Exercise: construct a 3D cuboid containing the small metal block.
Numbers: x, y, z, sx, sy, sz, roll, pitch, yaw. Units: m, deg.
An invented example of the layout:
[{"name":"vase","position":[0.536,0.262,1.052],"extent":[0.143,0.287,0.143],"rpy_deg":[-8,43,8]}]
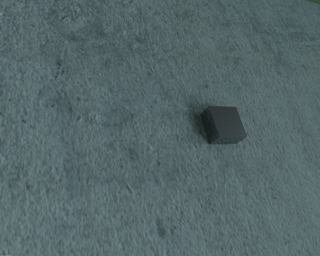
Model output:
[{"name":"small metal block","position":[0.093,-0.004,0.456],"extent":[0.050,0.025,0.050],"rpy_deg":[0,62,-28]}]
